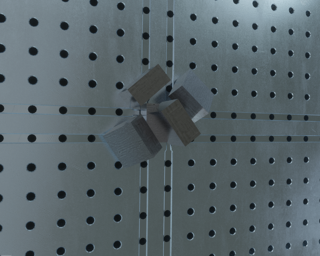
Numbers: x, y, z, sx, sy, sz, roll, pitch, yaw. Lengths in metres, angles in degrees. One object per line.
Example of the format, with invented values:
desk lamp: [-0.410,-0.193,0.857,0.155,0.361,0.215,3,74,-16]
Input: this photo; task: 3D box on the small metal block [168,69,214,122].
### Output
small metal block: [0.043,-0.044,0.414,0.050,0.025,0.050,44,36,-15]

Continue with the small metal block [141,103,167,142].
small metal block: [0.002,-0.006,0.413,0.050,0.025,0.050,1,90,-21]

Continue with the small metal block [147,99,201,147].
small metal block: [0.016,-0.006,0.378,0.025,0.050,0.050,-38,103,-17]

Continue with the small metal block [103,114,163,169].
small metal block: [-0.034,0.017,0.384,0.050,0.050,0.025,58,36,-11]

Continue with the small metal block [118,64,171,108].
small metal block: [-0.021,-0.051,0.391,0.050,0.050,0.025,-43,104,-15]
